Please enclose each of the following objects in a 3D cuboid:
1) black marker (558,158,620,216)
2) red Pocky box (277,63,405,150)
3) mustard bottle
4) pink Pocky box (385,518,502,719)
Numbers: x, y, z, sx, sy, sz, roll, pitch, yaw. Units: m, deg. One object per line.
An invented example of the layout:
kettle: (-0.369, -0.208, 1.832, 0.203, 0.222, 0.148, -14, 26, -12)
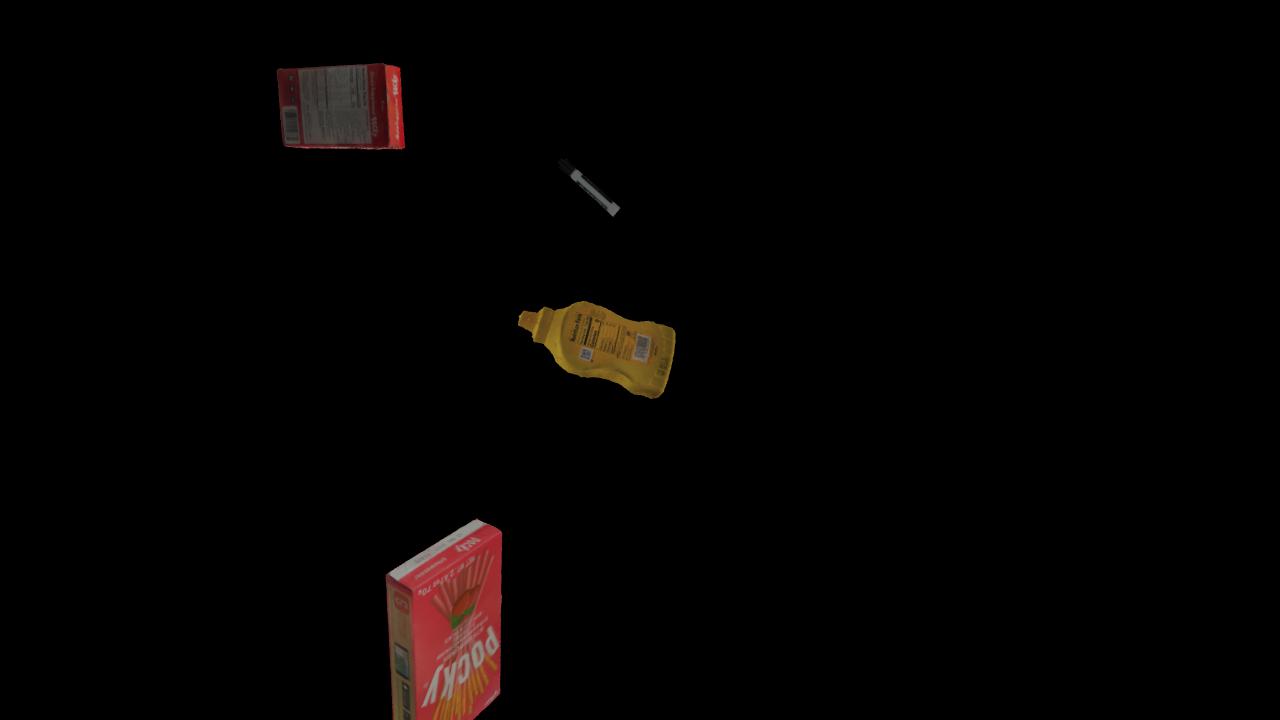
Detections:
black marker: (-0.083, -0.278, 0.986, 0.121, 0.020, 0.020, 41, -8, -9)
red Pocky box: (-0.322, -0.270, 0.661, 0.155, 0.083, 0.028, 8, 14, 21)
mustard bottle: (-0.053, -0.022, 0.721, 0.184, 0.092, 0.054, 17, -18, -12)
pink Pocky box: (-0.136, 0.202, 0.441, 0.029, 0.155, 0.084, 14, 19, 27)
